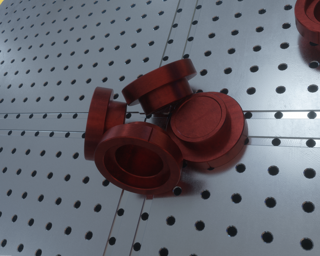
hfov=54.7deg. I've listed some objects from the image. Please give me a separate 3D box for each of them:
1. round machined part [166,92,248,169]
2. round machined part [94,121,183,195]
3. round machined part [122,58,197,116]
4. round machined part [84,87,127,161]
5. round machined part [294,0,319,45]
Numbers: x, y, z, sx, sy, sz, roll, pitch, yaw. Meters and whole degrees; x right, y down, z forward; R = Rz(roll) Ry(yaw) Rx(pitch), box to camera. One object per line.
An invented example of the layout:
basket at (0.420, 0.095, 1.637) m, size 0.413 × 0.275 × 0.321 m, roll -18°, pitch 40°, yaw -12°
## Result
round machined part at (0.052, -0.004, 0.372) m, size 0.098 × 0.042 × 0.098 m, roll -13°, pitch 56°, yaw 20°
round machined part at (-0.022, 0.031, 0.357) m, size 0.098 × 0.098 × 0.042 m, roll -9°, pitch 39°, yaw 23°
round machined part at (0.004, -0.048, 0.401) m, size 0.098 × 0.098 × 0.042 m, roll -25°, pitch 91°, yaw 12°
round machined part at (-0.069, -0.003, 0.409) m, size 0.042 × 0.098 × 0.098 m, roll 9°, pitch 61°, yaw -6°
round machined part at (0.214, -0.134, 0.367) m, size 0.098 × 0.042 × 0.098 m, roll -13°, pitch 56°, yaw 20°
